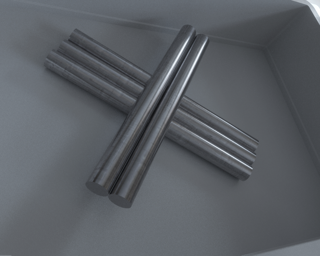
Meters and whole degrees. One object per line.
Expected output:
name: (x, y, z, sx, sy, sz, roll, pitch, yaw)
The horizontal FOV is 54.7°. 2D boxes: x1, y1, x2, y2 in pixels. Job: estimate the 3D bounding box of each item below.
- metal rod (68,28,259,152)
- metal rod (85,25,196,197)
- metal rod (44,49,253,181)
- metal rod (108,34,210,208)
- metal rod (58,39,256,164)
metal rod: (0.011, -0.047, 0.438, 0.301, 0.025, 0.025, 30, 52, -9)
metal rod: (-0.008, -0.046, 0.395, 0.025, 0.025, 0.301, 33, 51, -7)
metal rod: (-0.008, -0.012, 0.406, 0.301, 0.025, 0.025, 30, 52, -9)
metal rod: (0.013, -0.033, 0.399, 0.025, 0.025, 0.301, 33, 51, -7)
metal rod: (0.002, -0.029, 0.422, 0.301, 0.025, 0.025, 30, 52, -9)
